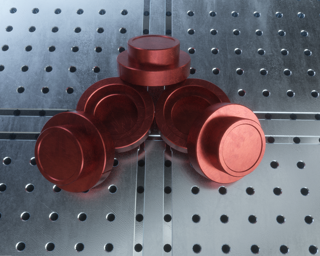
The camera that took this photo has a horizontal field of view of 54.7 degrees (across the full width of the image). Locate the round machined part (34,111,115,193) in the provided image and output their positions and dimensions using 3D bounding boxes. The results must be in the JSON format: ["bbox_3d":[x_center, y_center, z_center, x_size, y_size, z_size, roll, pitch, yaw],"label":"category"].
[{"bbox_3d":[-0.107,0.030,0.366,0.098,0.042,0.097,3,97,22],"label":"round machined part"}]

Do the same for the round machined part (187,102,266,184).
[{"bbox_3d":[0.085,0.020,0.368,0.099,0.042,0.097,-5,101,-25],"label":"round machined part"}]

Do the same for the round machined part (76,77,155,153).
[{"bbox_3d":[-0.056,-0.014,0.406,0.099,0.042,0.098,0,70,-1],"label":"round machined part"}]

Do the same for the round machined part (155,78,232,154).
[{"bbox_3d":[0.043,-0.013,0.408,0.099,0.042,0.098,0,70,-1],"label":"round machined part"}]

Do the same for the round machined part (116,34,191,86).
[{"bbox_3d":[-0.008,-0.094,0.410,0.099,0.042,0.098,0,32,0],"label":"round machined part"}]
